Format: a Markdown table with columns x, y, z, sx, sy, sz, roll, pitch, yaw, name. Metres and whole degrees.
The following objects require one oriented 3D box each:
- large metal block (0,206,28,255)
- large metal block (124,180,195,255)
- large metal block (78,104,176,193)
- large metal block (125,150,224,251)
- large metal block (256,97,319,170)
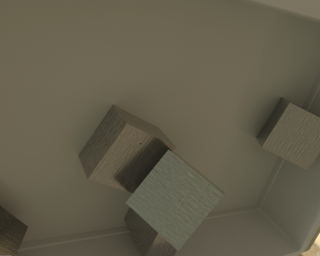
| x | y | z | sx | sy | sz | roll | pitch | yaw | name |
| --- | --- | --- | --- | --- | --- | --- | --- | --- | --- |
| -0.202 | 0.127 | 0.332 | 0.050 | 0.080 | 0.080 | -13 | 131 | 18 | large metal block |
| -0.003 | 0.131 | 0.455 | 0.050 | 0.080 | 0.079 | 12 | 112 | -34 | large metal block |
| -0.041 | 0.029 | 0.389 | 0.080 | 0.050 | 0.080 | 28 | 103 | -38 | large metal block |
| 0.020 | 0.084 | 0.374 | 0.080 | 0.080 | 0.050 | -51 | 165 | 1 | large metal block |
| 0.214 | 0.008 | 0.493 | 0.080 | 0.050 | 0.080 | 27 | 107 | 0 | large metal block |
